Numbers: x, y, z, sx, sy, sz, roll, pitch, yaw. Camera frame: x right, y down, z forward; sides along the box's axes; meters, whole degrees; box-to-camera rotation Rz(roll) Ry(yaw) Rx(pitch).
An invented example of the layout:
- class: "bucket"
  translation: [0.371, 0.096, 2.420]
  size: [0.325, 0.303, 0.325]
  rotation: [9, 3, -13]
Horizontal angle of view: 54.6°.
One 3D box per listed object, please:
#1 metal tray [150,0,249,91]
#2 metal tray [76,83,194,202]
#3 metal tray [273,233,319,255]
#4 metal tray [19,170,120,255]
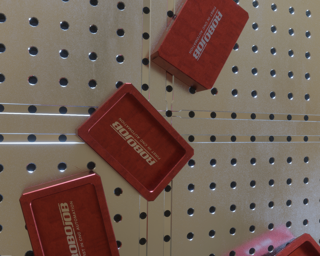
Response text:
- class: "metal tray"
  translation: [0.057, -0.128, 0.430]
  size: [0.090, 0.030, 0.130]
  rotation: [32, 80, -17]
- class: "metal tray"
  translation: [-0.030, 0.018, 0.398]
  size: [0.130, 0.030, 0.090]
  rotation: [46, 76, -14]
- class: "metal tray"
  translation: [0.198, 0.226, 0.450]
  size: [0.131, 0.030, 0.090]
  rotation: [-23, 62, -24]
- class: "metal tray"
  translation: [-0.104, 0.126, 0.371]
  size: [0.091, 0.030, 0.129]
  rotation: [-14, 95, -20]
